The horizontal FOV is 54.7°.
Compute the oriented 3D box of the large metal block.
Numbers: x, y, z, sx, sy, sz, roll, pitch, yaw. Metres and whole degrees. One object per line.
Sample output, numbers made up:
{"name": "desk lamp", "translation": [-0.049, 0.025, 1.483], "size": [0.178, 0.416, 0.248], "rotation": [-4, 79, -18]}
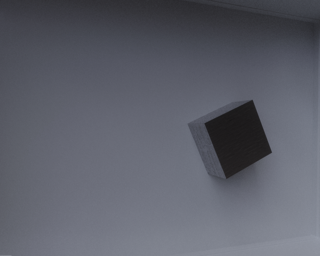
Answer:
{"name": "large metal block", "translation": [0.097, 0.014, 0.435], "size": [0.081, 0.050, 0.080], "rotation": [-25, 99, -19]}
